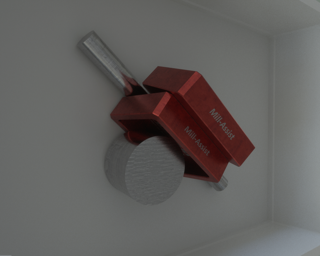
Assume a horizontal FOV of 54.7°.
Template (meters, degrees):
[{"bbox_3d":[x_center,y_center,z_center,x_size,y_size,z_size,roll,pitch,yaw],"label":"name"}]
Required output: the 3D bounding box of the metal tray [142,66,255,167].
[{"bbox_3d":[0.046,-0.014,0.370,0.030,0.090,0.130,-49,121,-9],"label":"metal tray"}]

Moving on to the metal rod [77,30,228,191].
[{"bbox_3d":[0.007,-0.005,0.415,0.300,0.025,0.025,46,62,-30],"label":"metal rod"}]

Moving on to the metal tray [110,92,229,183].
[{"bbox_3d":[0.012,0.014,0.375,0.130,0.090,0.030,47,62,-30],"label":"metal tray"}]

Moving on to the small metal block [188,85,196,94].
[{"bbox_3d":[0.025,-0.041,0.427,0.050,0.025,0.050,48,61,-30],"label":"small metal block"}]

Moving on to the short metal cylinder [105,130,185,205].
[{"bbox_3d":[-0.018,0.045,0.368,0.081,0.050,0.079,-6,100,-34],"label":"short metal cylinder"}]
